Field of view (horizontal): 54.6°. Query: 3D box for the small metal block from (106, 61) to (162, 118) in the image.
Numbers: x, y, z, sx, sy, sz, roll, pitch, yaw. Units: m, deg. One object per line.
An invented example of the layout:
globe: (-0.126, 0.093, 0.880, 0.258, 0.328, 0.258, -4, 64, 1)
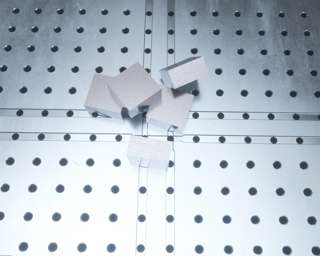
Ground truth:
small metal block: (-0.033, -0.050, 0.403, 0.050, 0.025, 0.050, -37, 74, -12)

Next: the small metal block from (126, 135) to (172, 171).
small metal block: (-0.012, 0.032, 0.387, 0.050, 0.050, 0.025, 9, 71, 3)

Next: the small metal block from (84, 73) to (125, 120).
small metal block: (-0.070, -0.043, 0.427, 0.050, 0.025, 0.050, 12, 70, 4)

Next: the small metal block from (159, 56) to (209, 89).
small metal block: (0.031, -0.076, 0.424, 0.050, 0.050, 0.025, -24, 105, -9)

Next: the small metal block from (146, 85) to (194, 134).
small metal block: (0.014, -0.025, 0.421, 0.050, 0.025, 0.050, 19, 71, 6)
